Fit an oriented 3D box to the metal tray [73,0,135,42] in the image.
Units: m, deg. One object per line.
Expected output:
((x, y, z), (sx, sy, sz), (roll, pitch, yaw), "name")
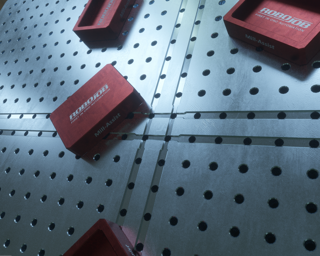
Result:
((-0.103, -0.229, 0.601), (0.090, 0.030, 0.130), (6, 65, 31), "metal tray")

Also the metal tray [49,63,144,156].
((-0.100, -0.030, 0.477), (0.130, 0.030, 0.090), (-42, 51, -1), "metal tray")

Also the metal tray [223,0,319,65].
((0.161, -0.146, 0.410), (0.090, 0.030, 0.130), (-46, 51, -4), "metal tray")

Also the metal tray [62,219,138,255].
((-0.056, 0.174, 0.328), (0.090, 0.030, 0.130), (-44, 51, -3), "metal tray")
